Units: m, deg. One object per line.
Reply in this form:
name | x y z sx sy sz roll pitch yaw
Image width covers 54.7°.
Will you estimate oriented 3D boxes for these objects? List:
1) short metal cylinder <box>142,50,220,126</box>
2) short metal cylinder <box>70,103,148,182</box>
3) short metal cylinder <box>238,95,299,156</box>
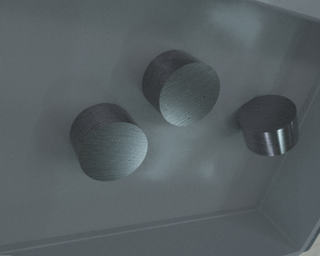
short metal cylinder | 0.025 -0.049 0.377 0.081 0.050 0.079 -14 124 -21
short metal cylinder | -0.062 0.017 0.370 0.081 0.050 0.079 -14 125 -21
short metal cylinder | 0.162 -0.005 0.461 0.080 0.080 0.050 -32 129 -8
